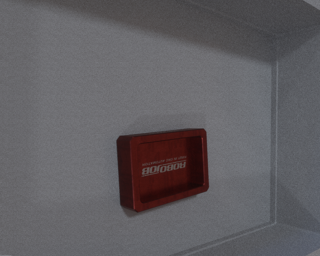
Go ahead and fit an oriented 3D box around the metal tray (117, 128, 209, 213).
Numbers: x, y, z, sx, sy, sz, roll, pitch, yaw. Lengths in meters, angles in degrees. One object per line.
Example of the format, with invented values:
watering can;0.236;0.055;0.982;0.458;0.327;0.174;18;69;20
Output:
metal tray;0.009;0.050;0.409;0.131;0.030;0.090;-6;94;-40
